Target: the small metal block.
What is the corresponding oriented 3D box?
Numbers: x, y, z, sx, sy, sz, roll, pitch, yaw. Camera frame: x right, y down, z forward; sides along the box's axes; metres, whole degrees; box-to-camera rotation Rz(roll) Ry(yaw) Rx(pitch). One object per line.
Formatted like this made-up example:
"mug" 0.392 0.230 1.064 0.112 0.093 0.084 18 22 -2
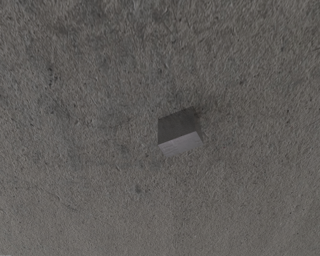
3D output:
"small metal block" 0.025 0.004 0.395 0.050 0.050 0.025 -21 127 17
